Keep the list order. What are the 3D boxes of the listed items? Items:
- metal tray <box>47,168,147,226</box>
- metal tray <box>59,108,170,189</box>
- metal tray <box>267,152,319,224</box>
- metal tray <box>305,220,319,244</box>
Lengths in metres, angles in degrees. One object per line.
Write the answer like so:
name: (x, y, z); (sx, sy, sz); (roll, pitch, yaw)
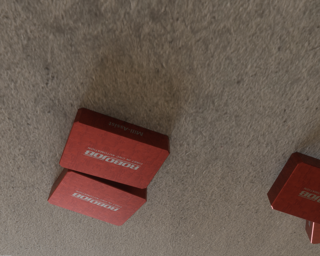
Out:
metal tray: (-0.097, 0.104, 0.491); (0.131, 0.030, 0.090); (26, 125, -21)
metal tray: (-0.063, 0.032, 0.431); (0.131, 0.030, 0.089); (19, 128, -16)
metal tray: (0.243, 0.098, 0.465); (0.131, 0.030, 0.089); (19, 116, -4)
metal tray: (0.307, 0.150, 0.537); (0.090, 0.030, 0.129); (-11, 130, 9)
